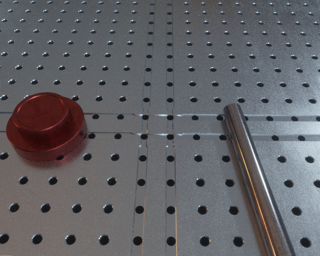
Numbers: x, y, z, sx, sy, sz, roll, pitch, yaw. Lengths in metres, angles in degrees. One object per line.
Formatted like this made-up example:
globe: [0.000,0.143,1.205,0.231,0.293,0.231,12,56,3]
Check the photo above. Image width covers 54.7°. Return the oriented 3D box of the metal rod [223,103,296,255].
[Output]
metal rod: [0.115,0.089,0.333,0.025,0.025,0.300,-4,50,-4]

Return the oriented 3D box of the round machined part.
round machined part: [-0.149,-0.009,0.403,0.099,0.042,0.098,0,50,0]
